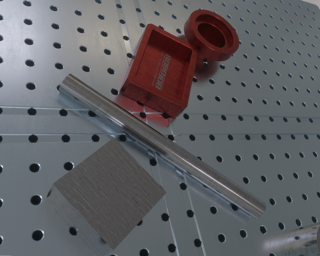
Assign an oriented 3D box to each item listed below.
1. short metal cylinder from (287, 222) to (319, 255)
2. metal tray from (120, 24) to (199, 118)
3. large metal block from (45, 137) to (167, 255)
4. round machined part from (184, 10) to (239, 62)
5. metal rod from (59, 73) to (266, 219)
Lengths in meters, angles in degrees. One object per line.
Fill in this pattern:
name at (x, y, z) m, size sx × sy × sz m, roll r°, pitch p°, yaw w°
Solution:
short metal cylinder at (0.217, 0.167, 0.407) m, size 0.081 × 0.050 × 0.080 m, roll 14°, pitch 56°, yaw -21°
metal tray at (0.004, -0.088, 0.460) m, size 0.090 × 0.030 × 0.130 m, roll 24°, pitch 53°, yaw -14°
large metal block at (-0.055, 0.070, 0.319) m, size 0.080 × 0.050 × 0.080 m, roll 46°, pitch 51°, yaw 4°
round machined part at (0.084, -0.154, 0.536) m, size 0.099 × 0.042 × 0.098 m, roll 14°, pitch 56°, yaw -21°
metal rod at (0.008, 0.027, 0.396) m, size 0.301 × 0.025 × 0.025 m, roll 34°, pitch 51°, yaw -6°
